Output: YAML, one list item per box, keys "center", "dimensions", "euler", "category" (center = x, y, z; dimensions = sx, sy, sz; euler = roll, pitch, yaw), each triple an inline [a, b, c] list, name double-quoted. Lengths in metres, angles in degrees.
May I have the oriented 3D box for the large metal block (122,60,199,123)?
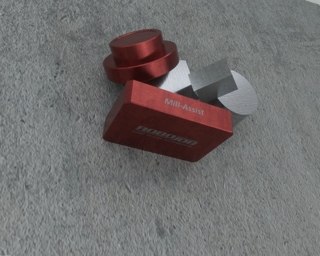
- center: [0.000, -0.047, 0.419]
  dimensions: [0.081, 0.050, 0.080]
  euler: [-2, 63, -29]
  category: "large metal block"

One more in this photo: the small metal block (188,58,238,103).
- center: [0.070, -0.060, 0.405]
  dimensions: [0.050, 0.050, 0.025]
  euler: [33, 37, -64]
  category: "small metal block"

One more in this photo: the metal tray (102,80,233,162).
- center: [0.008, -0.002, 0.368]
  dimensions: [0.131, 0.090, 0.030]
  euler: [16, 56, -20]
  category: "metal tray"

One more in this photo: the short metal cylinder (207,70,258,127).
- center: [0.099, -0.042, 0.469]
  dimensions: [0.081, 0.050, 0.080]
  euler: [14, 56, -21]
  category: "short metal cylinder"

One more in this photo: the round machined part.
- center: [-0.027, -0.098, 0.402]
  dimensions: [0.099, 0.098, 0.042]
  euler: [-42, 131, -39]
  category: "round machined part"
